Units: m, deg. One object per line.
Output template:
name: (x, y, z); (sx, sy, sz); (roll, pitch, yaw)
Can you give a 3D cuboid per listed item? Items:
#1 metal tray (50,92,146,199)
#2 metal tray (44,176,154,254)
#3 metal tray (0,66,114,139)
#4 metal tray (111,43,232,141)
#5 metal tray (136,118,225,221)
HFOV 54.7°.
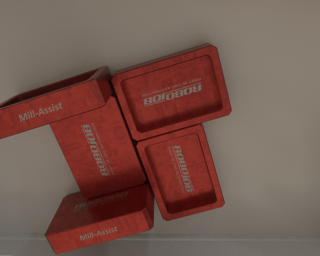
metal tray: (-0.080, 0.024, 0.413); (0.090, 0.030, 0.129); (-16, 110, 5)
metal tray: (-0.074, 0.111, 0.413); (0.131, 0.090, 0.030); (-16, 110, 5)
metal tray: (-0.123, -0.032, 0.359); (0.131, 0.090, 0.030); (-17, 109, 5)
metal tray: (0.015, -0.044, 0.391); (0.131, 0.030, 0.089); (-16, 110, 5)
metal tray: (0.030, 0.059, 0.429); (0.090, 0.030, 0.129); (-16, 110, 5)
